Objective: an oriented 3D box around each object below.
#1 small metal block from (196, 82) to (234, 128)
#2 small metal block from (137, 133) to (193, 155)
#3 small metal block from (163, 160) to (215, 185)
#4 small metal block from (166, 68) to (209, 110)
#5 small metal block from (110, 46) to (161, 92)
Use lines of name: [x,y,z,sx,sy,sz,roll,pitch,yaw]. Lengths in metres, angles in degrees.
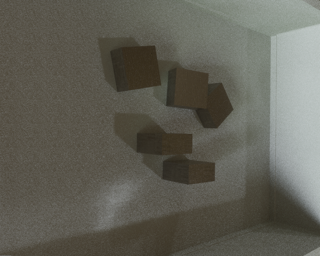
small metal block: [0.081,-0.034,0.474,0.050,0.025,0.050,-44,117,-31]
small metal block: [0.006,0.019,0.395,0.050,0.050,0.025,1,90,-40]
small metal block: [0.039,0.059,0.423,0.050,0.050,0.025,2,89,-40]
small metal block: [0.038,-0.053,0.430,0.050,0.025,0.050,5,87,-24]
small metal block: [-0.029,-0.073,0.382,0.050,0.025,0.050,-15,100,-39]
